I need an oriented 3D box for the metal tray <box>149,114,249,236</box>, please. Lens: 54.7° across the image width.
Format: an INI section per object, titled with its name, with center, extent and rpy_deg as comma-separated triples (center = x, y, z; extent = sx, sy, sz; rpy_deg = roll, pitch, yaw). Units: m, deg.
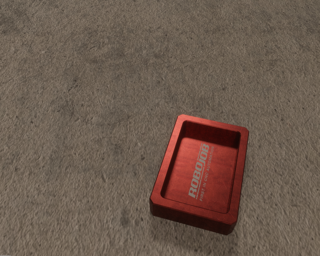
[metal tray]
center = 0.049, 0.047, 0.360
extent = 0.090, 0.030, 0.130
rpy_deg = 13, 51, 10
